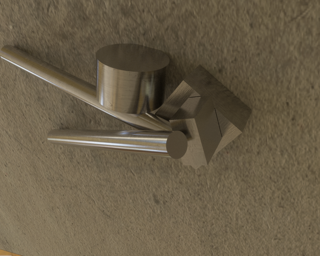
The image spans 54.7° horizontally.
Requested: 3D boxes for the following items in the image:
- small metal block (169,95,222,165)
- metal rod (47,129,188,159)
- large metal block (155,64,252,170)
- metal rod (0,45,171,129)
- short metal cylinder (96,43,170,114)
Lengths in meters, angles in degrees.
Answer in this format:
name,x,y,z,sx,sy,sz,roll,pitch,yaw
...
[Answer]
name,x,y,z,sx,sy,sz,roll,pitch,yaw
small metal block,0.037,0.002,0.305,0.025,0.050,0.050,-4,117,30
metal rod,-0.078,0.014,0.388,0.300,0.025,0.025,0,121,52
large metal block,0.044,-0.011,0.359,0.080,0.050,0.080,42,130,0
metal rod,-0.103,-0.050,0.393,0.300,0.025,0.025,27,128,25
short metal cylinder,-0.032,-0.058,0.354,0.080,0.080,0.050,19,126,16
